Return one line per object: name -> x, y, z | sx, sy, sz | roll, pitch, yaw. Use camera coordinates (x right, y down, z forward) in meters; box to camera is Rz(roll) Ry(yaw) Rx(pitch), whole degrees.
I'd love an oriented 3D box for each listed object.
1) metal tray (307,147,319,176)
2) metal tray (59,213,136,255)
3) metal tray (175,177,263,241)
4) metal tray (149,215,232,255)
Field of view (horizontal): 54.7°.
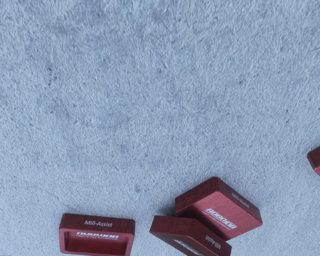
metal tray -> 0.293, 0.059, 0.456 | 0.130, 0.030, 0.090 | 37, 121, -27
metal tray -> -0.116, 0.202, 0.574 | 0.131, 0.030, 0.089 | 7, 130, -7
metal tray -> 0.100, 0.143, 0.526 | 0.090, 0.030, 0.130 | -36, 122, 26
metal tray -> 0.055, 0.196, 0.543 | 0.090, 0.030, 0.130 | -10, 139, 41
